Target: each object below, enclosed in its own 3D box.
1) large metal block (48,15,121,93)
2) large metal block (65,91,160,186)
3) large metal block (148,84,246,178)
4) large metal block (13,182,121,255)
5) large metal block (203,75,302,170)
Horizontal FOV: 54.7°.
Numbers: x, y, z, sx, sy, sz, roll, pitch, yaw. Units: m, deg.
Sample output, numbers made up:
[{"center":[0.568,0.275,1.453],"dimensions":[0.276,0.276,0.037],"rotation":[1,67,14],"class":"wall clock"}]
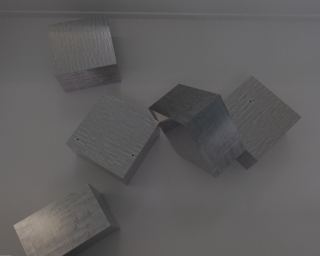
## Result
[{"center":[-0.104,-0.103,0.433],"dimensions":[0.081,0.050,0.080],"rotation":[-12,71,-4],"class":"large metal block"},{"center":[-0.056,0.014,0.391],"dimensions":[0.080,0.050,0.080],"rotation":[30,73,10],"class":"large metal block"},{"center":[0.042,0.000,0.363],"dimensions":[0.050,0.080,0.080],"rotation":[-40,30,-13],"class":"large metal block"},{"center":[-0.096,0.109,0.340],"dimensions":[0.080,0.080,0.050],"rotation":[-30,73,-10],"class":"large metal block"},{"center":[0.115,-0.006,0.399],"dimensions":[0.080,0.050,0.080],"rotation":[-41,75,-14],"class":"large metal block"}]
